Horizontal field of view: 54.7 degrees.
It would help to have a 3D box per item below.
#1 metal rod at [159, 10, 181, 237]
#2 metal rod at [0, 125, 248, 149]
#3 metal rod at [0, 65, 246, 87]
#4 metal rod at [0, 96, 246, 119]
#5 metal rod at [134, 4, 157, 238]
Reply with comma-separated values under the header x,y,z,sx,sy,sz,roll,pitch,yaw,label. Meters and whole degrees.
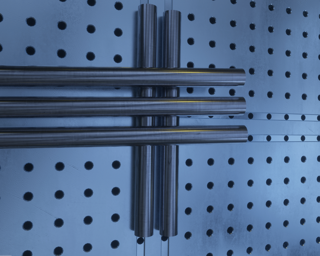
x,y,z,sx,sy,sz,roll,pitch,yaw,label
0.014,-0.006,0.419,0.025,0.025,0.298,1,90,-20,metal rod
-0.038,0.010,0.377,0.302,0.025,0.025,-1,90,-12,metal rod
-0.040,-0.062,0.376,0.302,0.025,0.025,-2,91,-12,metal rod
-0.039,-0.026,0.377,0.302,0.025,0.025,-1,91,-12,metal rod
-0.019,-0.010,0.407,0.025,0.025,0.298,1,90,-20,metal rod
